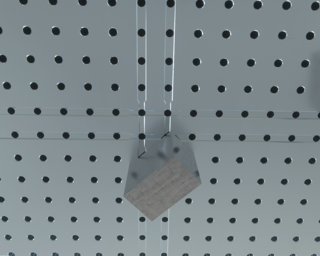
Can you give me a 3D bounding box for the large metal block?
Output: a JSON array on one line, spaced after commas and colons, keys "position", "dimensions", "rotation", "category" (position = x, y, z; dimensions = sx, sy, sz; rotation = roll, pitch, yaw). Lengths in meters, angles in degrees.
[{"position": [0.003, 0.060, 0.406], "dimensions": [0.080, 0.080, 0.050], "rotation": [-40, 106, 13], "category": "large metal block"}]
